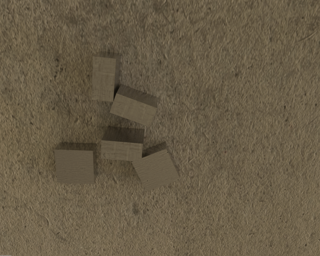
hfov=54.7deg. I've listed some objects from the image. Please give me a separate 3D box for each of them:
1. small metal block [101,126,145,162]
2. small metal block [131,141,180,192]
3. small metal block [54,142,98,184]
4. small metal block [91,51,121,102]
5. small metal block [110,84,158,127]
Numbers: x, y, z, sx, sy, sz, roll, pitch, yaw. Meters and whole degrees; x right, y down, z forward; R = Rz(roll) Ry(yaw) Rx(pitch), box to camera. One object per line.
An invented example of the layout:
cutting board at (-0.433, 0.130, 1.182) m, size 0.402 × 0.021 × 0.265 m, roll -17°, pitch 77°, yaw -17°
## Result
small metal block at (-0.047, 0.020, 0.403) m, size 0.050 × 0.050 × 0.025 m, roll 5°, pitch 110°, yaw -2°
small metal block at (-0.005, 0.053, 0.429) m, size 0.050 × 0.025 × 0.050 m, roll -22°, pitch 109°, yaw 7°
small metal block at (-0.114, 0.048, 0.426) m, size 0.050 × 0.025 × 0.050 m, roll 2°, pitch 110°, yaw -1°
small metal block at (-0.064, -0.063, 0.372) m, size 0.025 × 0.050 × 0.050 m, roll 6°, pitch 110°, yaw -2°
small metal block at (-0.031, -0.029, 0.385) m, size 0.050 × 0.050 × 0.025 m, roll 20°, pitch 109°, yaw -8°
